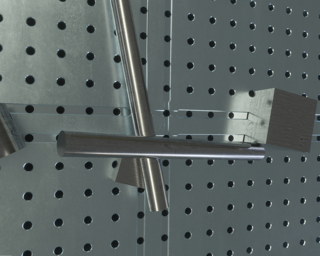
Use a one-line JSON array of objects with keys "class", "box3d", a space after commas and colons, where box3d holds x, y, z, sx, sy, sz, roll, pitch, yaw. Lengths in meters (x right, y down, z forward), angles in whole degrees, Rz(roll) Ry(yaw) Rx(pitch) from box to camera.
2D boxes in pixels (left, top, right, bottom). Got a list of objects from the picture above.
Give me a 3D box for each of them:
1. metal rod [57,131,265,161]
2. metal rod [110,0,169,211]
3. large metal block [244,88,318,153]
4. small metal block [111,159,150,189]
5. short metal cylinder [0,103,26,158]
[{"class": "metal rod", "box3d": [0.028, 0.026, 0.381, 0.302, 0.025, 0.025, 5, 88, -37]}, {"class": "metal rod", "box3d": [-0.029, -0.048, 0.385, 0.025, 0.025, 0.298, -10, 87, -20]}, {"class": "large metal block", "box3d": [0.182, -0.010, 0.469, 0.081, 0.050, 0.080, 12, 86, -20]}, {"class": "small metal block", "box3d": [-0.030, 0.049, 0.402, 0.050, 0.025, 0.050, 18, 84, -20]}, {"class": "short metal cylinder", "box3d": [-0.187, 0.013, 0.314, 0.081, 0.080, 0.050, -25, 99, -19]}]
